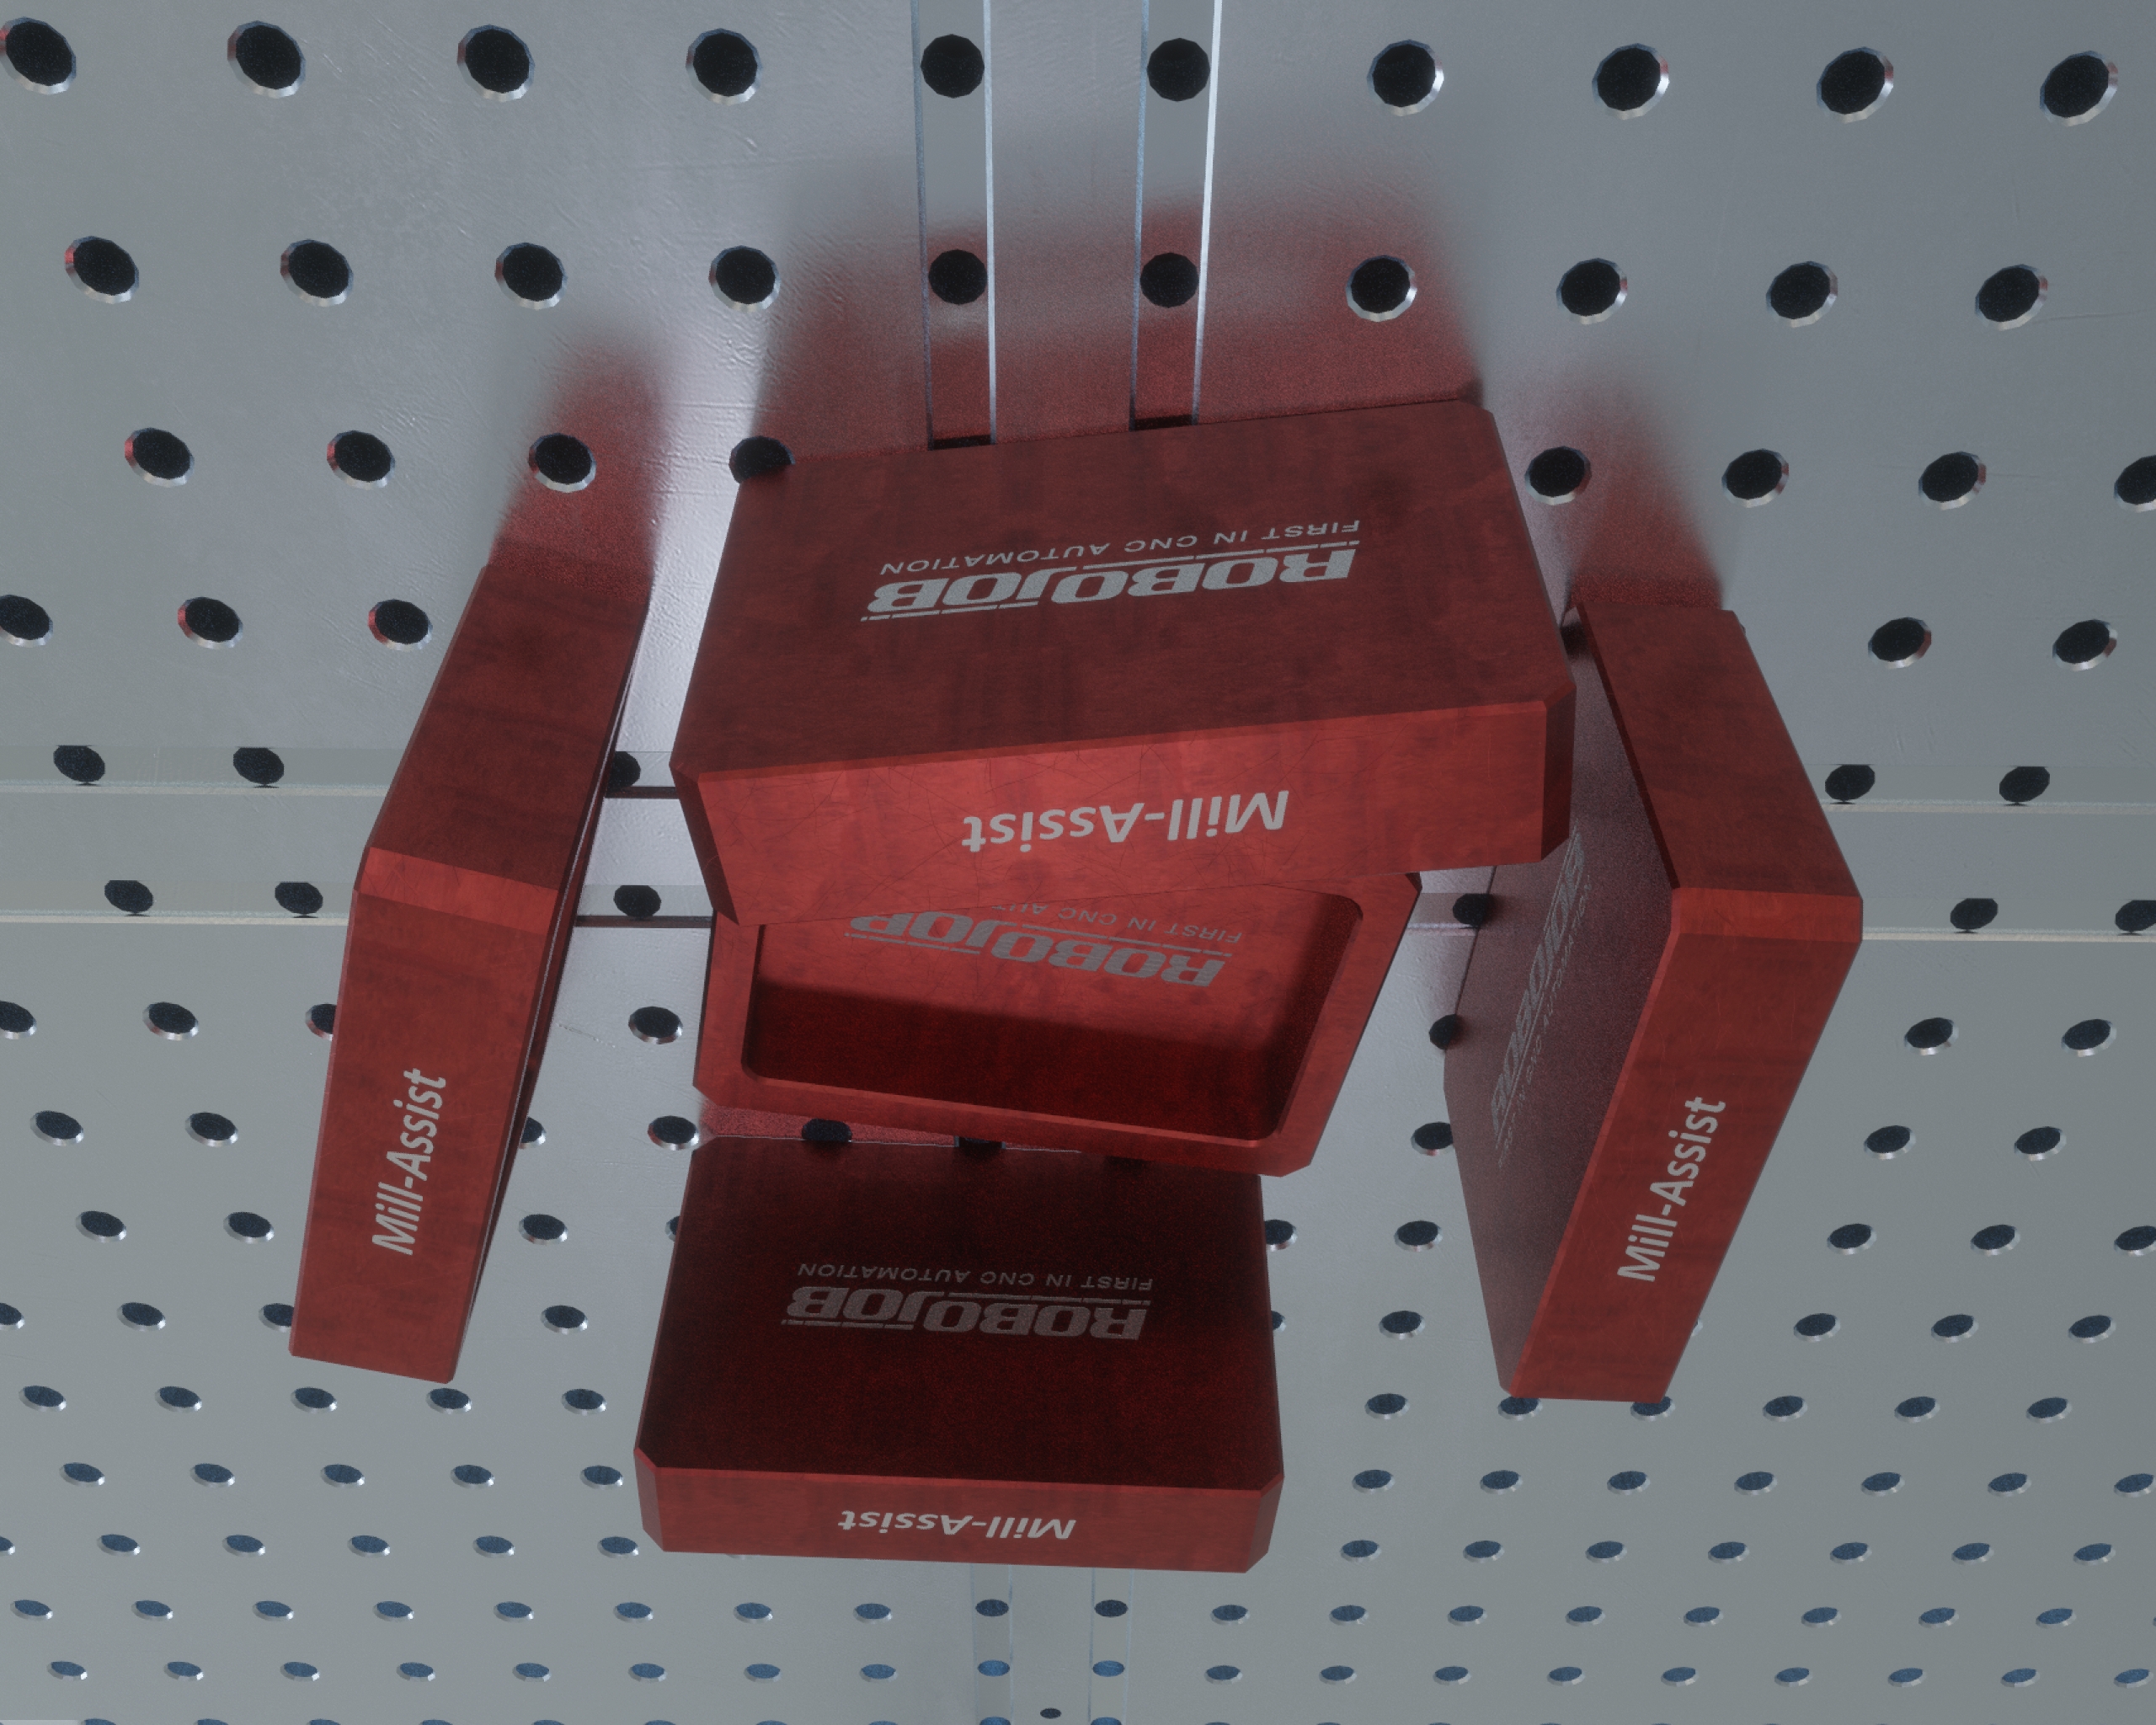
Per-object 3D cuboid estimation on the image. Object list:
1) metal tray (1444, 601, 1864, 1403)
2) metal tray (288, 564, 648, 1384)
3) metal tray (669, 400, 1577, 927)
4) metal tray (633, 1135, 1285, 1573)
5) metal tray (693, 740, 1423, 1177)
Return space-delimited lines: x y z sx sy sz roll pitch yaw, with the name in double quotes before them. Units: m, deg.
"metal tray" 0.101 0.028 0.393 0.030 0.090 0.129 3 130 -3
"metal tray" -0.113 0.022 0.387 0.030 0.090 0.129 14 129 -11
"metal tray" 0.007 -0.035 0.338 0.131 0.090 0.030 -5 130 4
"metal tray" -0.024 0.106 0.459 0.131 0.090 0.030 3 130 -2
"metal tray" -0.007 0.016 0.421 0.131 0.030 0.089 8 130 -8
